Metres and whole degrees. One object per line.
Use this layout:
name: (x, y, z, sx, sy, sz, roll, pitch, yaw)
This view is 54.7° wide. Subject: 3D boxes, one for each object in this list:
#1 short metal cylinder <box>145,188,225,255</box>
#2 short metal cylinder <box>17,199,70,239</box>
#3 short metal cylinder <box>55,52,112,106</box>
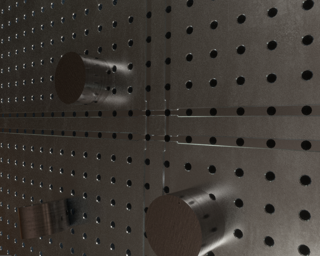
short metal cylinder: (0.029, 0.115, 0.368, 0.080, 0.050, 0.079, 0, 90, 39)
short metal cylinder: (-0.200, 0.155, 0.535, 0.080, 0.081, 0.050, -16, 80, 38)
short metal cylinder: (-0.122, -0.076, 0.491, 0.080, 0.050, 0.079, 0, 90, 39)
